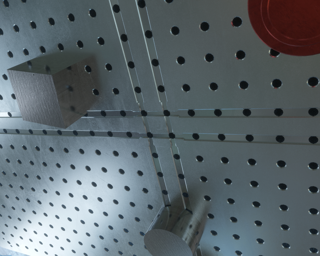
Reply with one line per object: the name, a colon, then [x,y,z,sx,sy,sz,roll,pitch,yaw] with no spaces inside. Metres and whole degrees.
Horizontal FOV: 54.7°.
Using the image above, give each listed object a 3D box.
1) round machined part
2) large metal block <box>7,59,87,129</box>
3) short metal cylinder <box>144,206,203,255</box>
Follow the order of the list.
round machined part: [0.125,-0.109,0.267,0.098,0.042,0.097,13,124,21]
large metal block: [-0.161,-0.051,0.448,0.080,0.050,0.079,10,123,23]
short metal cylinder: [0.022,0.171,0.490,0.080,0.050,0.079,13,124,20]
